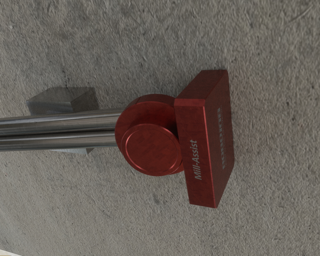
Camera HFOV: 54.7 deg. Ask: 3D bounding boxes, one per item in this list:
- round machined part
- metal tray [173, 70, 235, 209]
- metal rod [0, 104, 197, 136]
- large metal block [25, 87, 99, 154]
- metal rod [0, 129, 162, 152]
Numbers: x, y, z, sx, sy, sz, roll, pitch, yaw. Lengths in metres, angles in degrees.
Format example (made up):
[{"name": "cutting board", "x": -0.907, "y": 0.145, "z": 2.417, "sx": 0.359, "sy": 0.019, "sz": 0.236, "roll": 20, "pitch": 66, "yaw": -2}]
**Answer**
[{"name": "round machined part", "x": -0.004, "y": 0.015, "z": 0.344, "sx": 0.098, "sy": 0.042, "sz": 0.097, "roll": 7, "pitch": 122, "yaw": 11}, {"name": "metal tray", "x": 0.054, "y": 0.011, "z": 0.343, "sx": 0.030, "sy": 0.090, "sz": 0.129, "roll": 4, "pitch": 120, "yaw": 26}, {"name": "metal rod", "x": -0.091, "y": -0.010, "z": 0.390, "sx": 0.301, "sy": 0.025, "sz": 0.025, "roll": -4, "pitch": 117, "yaw": 15}, {"name": "large metal block", "x": -0.133, "y": -0.012, "z": 0.448, "sx": 0.080, "sy": 0.050, "sz": 0.079, "roll": 3, "pitch": 120, "yaw": 26}, {"name": "metal rod", "x": -0.087, "y": 0.014, "z": 0.403, "sx": 0.301, "sy": 0.025, "sz": 0.025, "roll": -3, "pitch": 118, "yaw": 15}]
